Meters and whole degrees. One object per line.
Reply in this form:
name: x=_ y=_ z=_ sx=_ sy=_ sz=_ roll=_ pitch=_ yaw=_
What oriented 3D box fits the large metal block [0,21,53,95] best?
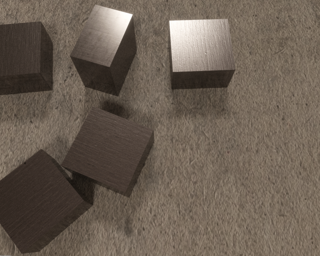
large metal block: x=-0.197 y=-0.095 z=0.427 sx=0.081 sy=0.050 sz=0.080 roll=-6 pitch=70 yaw=-3

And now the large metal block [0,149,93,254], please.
large metal block: x=-0.140 y=0.085 z=0.362 sx=0.080 sy=0.050 sz=0.080 roll=-41 pitch=75 yaw=-14

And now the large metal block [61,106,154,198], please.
large metal block: x=-0.060 y=0.031 z=0.383 sx=0.080 sy=0.050 sz=0.080 roll=21 pitch=71 yaw=7

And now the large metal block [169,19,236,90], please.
large metal block: x=0.055 y=-0.102 z=0.433 sx=0.081 sy=0.050 sz=0.080 roll=-2 pitch=70 yaw=-1

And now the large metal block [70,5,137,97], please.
large metal block: x=-0.071 y=-0.101 z=0.415 sx=0.050 sy=0.080 sz=0.080 roll=17 pitch=71 yaw=6
